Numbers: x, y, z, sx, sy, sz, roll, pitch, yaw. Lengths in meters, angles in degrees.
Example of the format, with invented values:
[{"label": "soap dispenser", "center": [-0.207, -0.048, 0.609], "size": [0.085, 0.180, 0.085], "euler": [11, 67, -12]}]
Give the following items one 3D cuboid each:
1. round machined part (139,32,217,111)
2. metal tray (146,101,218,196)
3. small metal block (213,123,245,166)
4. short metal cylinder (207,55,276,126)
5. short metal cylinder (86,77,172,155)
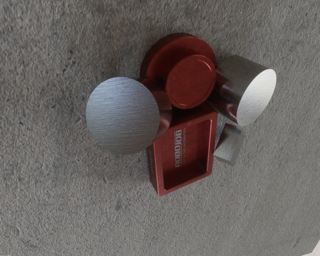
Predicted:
[{"label": "round machined part", "center": [0.028, -0.062, 0.375], "size": [0.099, 0.042, 0.097], "euler": [-14, 124, -21]}, {"label": "metal tray", "center": [0.029, 0.030, 0.425], "size": [0.091, 0.030, 0.129], "euler": [-20, 136, -17]}, {"label": "small metal block", "center": [0.103, 0.025, 0.458], "size": [0.050, 0.025, 0.050], "euler": [-67, 157, -8]}, {"label": "short metal cylinder", "center": [0.106, -0.049, 0.406], "size": [0.081, 0.050, 0.079], "euler": [-29, 138, -30]}, {"label": "short metal cylinder", "center": [-0.032, -0.015, 0.337], "size": [0.080, 0.080, 0.050], "euler": [-61, 170, 15]}]
